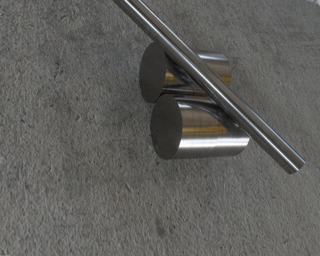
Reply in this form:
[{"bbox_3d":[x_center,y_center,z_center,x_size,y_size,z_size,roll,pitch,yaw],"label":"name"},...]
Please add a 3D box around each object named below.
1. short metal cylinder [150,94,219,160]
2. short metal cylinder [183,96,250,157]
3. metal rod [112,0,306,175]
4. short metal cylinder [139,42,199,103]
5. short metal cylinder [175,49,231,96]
[{"bbox_3d":[0.028,-0.001,0.386,0.050,0.080,0.080,1,62,-28],"label":"short metal cylinder"},{"bbox_3d":[0.073,-0.001,0.410,0.050,0.080,0.080,1,62,-28],"label":"short metal cylinder"},{"bbox_3d":[0.054,-0.061,0.368,0.300,0.025,0.025,45,51,3],"label":"metal rod"},{"bbox_3d":[0.011,-0.072,0.420,0.050,0.080,0.080,1,62,-28],"label":"short metal cylinder"},{"bbox_3d":[0.056,-0.072,0.444,0.050,0.080,0.080,1,62,-28],"label":"short metal cylinder"}]
